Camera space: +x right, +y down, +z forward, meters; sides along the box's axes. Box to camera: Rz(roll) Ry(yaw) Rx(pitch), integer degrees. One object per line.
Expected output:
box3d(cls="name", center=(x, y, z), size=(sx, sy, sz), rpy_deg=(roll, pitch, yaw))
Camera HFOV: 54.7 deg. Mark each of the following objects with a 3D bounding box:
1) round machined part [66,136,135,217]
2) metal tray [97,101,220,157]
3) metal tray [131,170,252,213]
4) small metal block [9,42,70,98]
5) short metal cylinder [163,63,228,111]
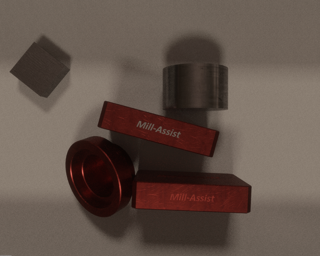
box3d(cls="round machined part", center=(-0.070, 0.057, 0.386), size=(0.098, 0.042, 0.097), rpy_deg=(13, 111, 35))
box3d(cls="metal tray", center=(-0.002, 0.001, 0.378), size=(0.131, 0.090, 0.030), rpy_deg=(15, 90, -1))
box3d(cls="metal tray", center=(0.035, 0.075, 0.379), size=(0.131, 0.090, 0.030), rpy_deg=(3, 90, -1))
box3d(cls="small metal block", center=(-0.158, -0.076, 0.409), size=(0.050, 0.025, 0.050), rpy_deg=(39, 90, -1))
box3d(cls="short metal cylinder", center=(0.044, -0.048, 0.385), size=(0.081, 0.080, 0.050), rpy_deg=(0, 90, -1))
